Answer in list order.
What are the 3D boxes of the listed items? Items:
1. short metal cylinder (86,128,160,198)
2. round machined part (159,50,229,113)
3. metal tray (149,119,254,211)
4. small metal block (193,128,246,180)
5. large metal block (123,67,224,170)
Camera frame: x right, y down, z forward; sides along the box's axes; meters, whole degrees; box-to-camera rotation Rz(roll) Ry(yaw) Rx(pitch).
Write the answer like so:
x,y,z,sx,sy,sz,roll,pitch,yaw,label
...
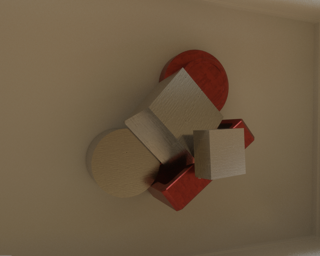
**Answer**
x,y,z,sx,sy,sz,roll,pitch,yaw,label
-0.047,0.040,0.379,0.081,0.050,0.079,0,90,-21,short metal cylinder
0.052,-0.058,0.420,0.099,0.042,0.097,0,90,-21,round machined part
0.044,0.040,0.391,0.131,0.090,0.030,-40,102,-16,metal tray
0.064,0.026,0.332,0.050,0.025,0.050,-3,91,-33,small metal block
0.019,-0.010,0.365,0.080,0.050,0.080,48,50,-14,large metal block
